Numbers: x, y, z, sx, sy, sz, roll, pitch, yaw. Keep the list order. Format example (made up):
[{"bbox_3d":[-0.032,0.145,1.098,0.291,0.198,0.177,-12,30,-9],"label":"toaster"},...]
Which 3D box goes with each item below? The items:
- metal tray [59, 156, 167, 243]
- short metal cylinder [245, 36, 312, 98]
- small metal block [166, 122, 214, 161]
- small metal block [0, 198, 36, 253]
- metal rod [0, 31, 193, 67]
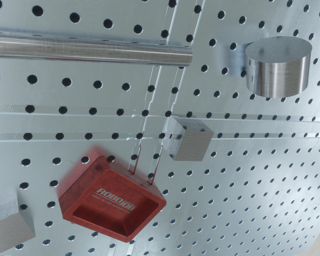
[{"bbox_3d":[-0.063,0.106,0.440,0.090,0.030,0.130,-47,130,4],"label":"metal tray"},{"bbox_3d":[0.156,-0.082,0.412,0.081,0.080,0.050,-24,127,-14],"label":"short metal cylinder"},{"bbox_3d":[0.044,0.020,0.450,0.050,0.025,0.050,5,116,-31],"label":"small metal block"},{"bbox_3d":[-0.191,0.123,0.384,0.050,0.025,0.050,-23,127,-15],"label":"small metal block"},{"bbox_3d":[-0.102,-0.079,0.307,0.303,0.025,0.025,-3,120,-27],"label":"metal rod"}]
